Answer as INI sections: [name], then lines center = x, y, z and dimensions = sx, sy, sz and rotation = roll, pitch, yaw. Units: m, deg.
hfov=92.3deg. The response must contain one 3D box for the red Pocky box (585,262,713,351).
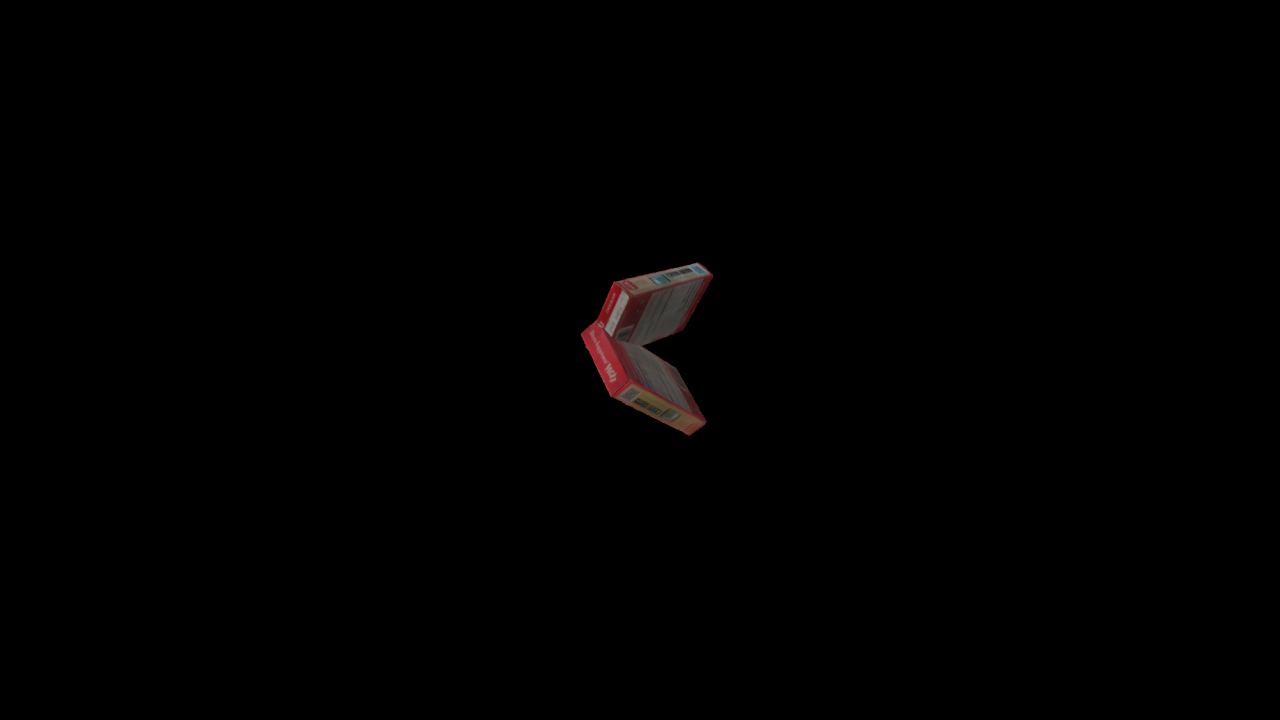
[red Pocky box]
center = 0.013, -0.053, 0.640
dimensions = 0.028, 0.083, 0.155
rotation = 40, 34, 21

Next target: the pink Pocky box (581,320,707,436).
[pink Pocky box]
center = 0.007, 0.021, 0.632
dimensions = 0.029, 0.084, 0.155
rotation = -39, -36, 15
